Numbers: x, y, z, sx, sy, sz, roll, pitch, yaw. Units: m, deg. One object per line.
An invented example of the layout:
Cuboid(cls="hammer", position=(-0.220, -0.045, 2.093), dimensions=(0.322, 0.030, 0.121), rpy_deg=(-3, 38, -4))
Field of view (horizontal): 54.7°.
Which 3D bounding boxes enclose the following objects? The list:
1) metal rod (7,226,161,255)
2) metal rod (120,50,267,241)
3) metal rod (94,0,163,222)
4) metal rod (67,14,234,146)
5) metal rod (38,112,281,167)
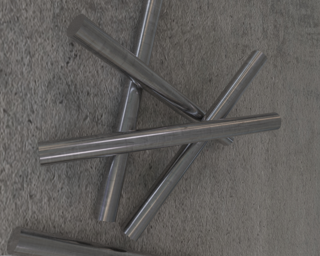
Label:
Cuboid(cls="metal rod", position=(-0.031, 0.164, 0.379), dimensions=(0.301, 0.025, 0.025), rpy_deg=(29, 72, -36))
Cuboid(cls="metal rod", position=(0.052, 0.014, 0.408), dimensions=(0.025, 0.025, 0.300), rpy_deg=(46, 75, -31))
Cuboid(cls="metal rod", position=(-0.033, -0.041, 0.376), dimensions=(0.025, 0.025, 0.299), rpy_deg=(19, 78, -39))
Cuboid(cls="metal rod", position=(0.015, -0.039, 0.390), dimensions=(0.301, 0.025, 0.025), rpy_deg=(31, 71, -44))
Cuboid(cls="metal rod", position=(0.019, 0.008, 0.365), dimensions=(0.303, 0.025, 0.025), rpy_deg=(-7, 95, -23))
